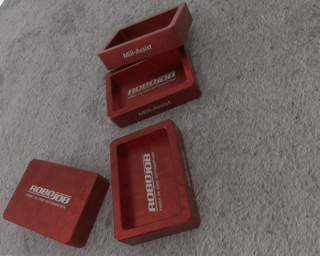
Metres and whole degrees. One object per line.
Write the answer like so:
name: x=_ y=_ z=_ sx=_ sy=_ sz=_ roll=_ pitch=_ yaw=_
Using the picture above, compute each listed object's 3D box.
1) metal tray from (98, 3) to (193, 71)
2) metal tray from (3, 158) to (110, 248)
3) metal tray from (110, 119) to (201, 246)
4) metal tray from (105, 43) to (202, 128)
metal tray: x=-0.021 y=-0.138 z=0.470 sx=0.130 sy=0.030 sz=0.090 roll=-12 pitch=37 yaw=28
metal tray: x=-0.140 y=0.096 z=0.416 sx=0.130 sy=0.030 sz=0.090 roll=7 pitch=65 yaw=31
metal tray: x=-0.011 y=0.062 z=0.368 sx=0.090 sy=0.030 sz=0.130 roll=-21 pitch=54 yaw=15
metal tray: x=-0.014 y=-0.063 z=0.446 sx=0.130 sy=0.030 sz=0.090 roll=-21 pitch=54 yaw=15
